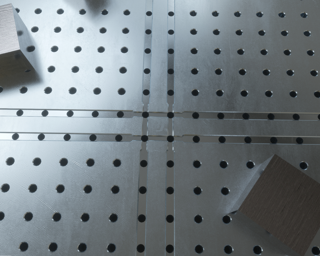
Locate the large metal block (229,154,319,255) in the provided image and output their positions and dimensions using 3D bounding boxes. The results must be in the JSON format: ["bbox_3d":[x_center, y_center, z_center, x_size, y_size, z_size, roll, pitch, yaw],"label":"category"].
[{"bbox_3d":[0.142,0.091,0.366,0.080,0.050,0.080,35,74,12],"label":"large metal block"}]

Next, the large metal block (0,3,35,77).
[{"bbox_3d":[-0.235,-0.120,0.441,0.080,0.050,0.080,-16,71,-6],"label":"large metal block"}]
